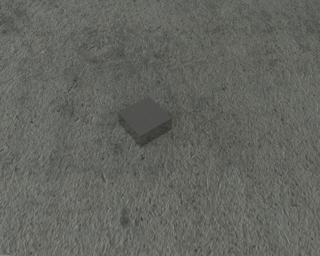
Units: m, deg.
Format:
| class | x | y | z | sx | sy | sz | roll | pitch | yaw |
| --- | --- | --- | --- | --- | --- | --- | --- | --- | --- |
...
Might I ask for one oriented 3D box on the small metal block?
| class | x | y | z | sx | sy | sz | roll | pitch | yaw |
| --- | --- | --- | --- | --- | --- | --- | --- | --- | --- |
| small metal block | -0.020 | -0.009 | 0.412 | 0.050 | 0.025 | 0.050 | -30 | 56 | -23 |
